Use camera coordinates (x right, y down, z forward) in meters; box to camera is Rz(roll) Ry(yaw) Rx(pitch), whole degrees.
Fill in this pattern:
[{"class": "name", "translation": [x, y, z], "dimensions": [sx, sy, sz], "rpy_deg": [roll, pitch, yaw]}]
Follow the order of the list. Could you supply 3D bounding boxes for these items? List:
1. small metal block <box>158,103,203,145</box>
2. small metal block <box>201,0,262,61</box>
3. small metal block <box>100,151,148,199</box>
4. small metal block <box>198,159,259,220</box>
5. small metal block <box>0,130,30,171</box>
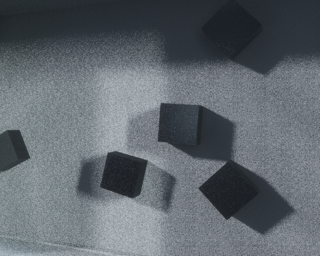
[{"class": "small metal block", "translation": [0.027, -0.005, 0.400], "dimensions": [0.050, 0.025, 0.050], "rpy_deg": [5, 92, 19]}, {"class": "small metal block", "translation": [0.088, -0.120, 0.379], "dimensions": [0.050, 0.025, 0.050], "rpy_deg": [-44, 77, 14]}, {"class": "small metal block", "translation": [-0.049, 0.063, 0.427], "dimensions": [0.050, 0.025, 0.050], "rpy_deg": [14, 95, 19]}, {"class": "small metal block", "translation": [0.085, 0.075, 0.380], "dimensions": [0.050, 0.025, 0.050], "rpy_deg": [-45, 76, 14]}, {"class": "small metal block", "translation": [-0.243, 0.036, 0.494], "dimensions": [0.050, 0.025, 0.050], "rpy_deg": [-27, 82, 17]}]
